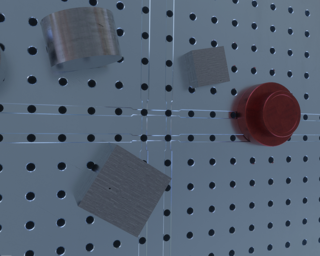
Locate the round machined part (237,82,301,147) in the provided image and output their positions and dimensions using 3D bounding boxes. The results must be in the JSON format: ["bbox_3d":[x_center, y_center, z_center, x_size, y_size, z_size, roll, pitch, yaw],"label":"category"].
[{"bbox_3d":[0.170,-0.020,0.466,0.099,0.042,0.097,0,90,-20],"label":"round machined part"}]

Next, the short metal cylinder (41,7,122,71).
[{"bbox_3d":[-0.088,-0.098,0.351,0.081,0.080,0.050,-13,95,-20],"label":"short metal cylinder"}]

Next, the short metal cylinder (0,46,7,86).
[{"bbox_3d":[-0.207,-0.071,0.323,0.081,0.050,0.079,0,90,-20],"label":"short metal cylinder"}]

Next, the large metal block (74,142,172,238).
[{"bbox_3d":[-0.046,0.074,0.382,0.080,0.050,0.080,34,79,-17],"label":"large metal block"}]

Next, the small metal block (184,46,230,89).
[{"bbox_3d":[0.066,-0.085,0.437,0.050,0.025,0.050,-13,95,-20],"label":"small metal block"}]
